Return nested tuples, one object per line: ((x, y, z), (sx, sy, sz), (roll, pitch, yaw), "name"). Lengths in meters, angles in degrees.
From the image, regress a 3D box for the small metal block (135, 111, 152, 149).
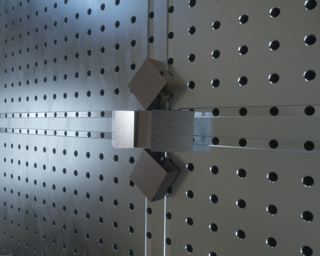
((-0.010, 0.002, 0.418), (0.050, 0.025, 0.050), (2, 90, 40), "small metal block")

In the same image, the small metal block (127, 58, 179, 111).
((-0.010, -0.058, 0.419), (0.050, 0.025, 0.050), (-51, 59, 27), "small metal block")

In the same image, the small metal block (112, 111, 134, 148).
((-0.053, 0.001, 0.438), (0.050, 0.025, 0.050), (-170, 81, -76), "small metal block")

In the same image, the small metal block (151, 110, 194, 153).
((0.015, 0.004, 0.380), (0.050, 0.025, 0.050), (2, 92, -1), "small metal block")

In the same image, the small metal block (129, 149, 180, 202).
((-0.009, 0.062, 0.417), (0.050, 0.025, 0.050), (42, 116, 33), "small metal block")
